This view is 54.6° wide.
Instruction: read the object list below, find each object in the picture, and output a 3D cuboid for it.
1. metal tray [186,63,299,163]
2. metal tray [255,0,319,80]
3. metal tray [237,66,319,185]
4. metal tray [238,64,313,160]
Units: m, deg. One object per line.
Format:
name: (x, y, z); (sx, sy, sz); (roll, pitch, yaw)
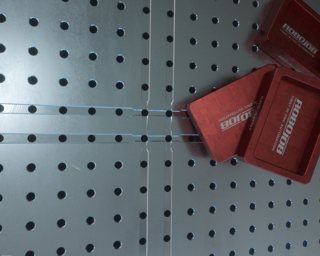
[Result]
metal tray: (0.113, -0.020, 0.429); (0.131, 0.030, 0.090); (-27, 91, -4)
metal tray: (0.223, -0.139, 0.491); (0.130, 0.030, 0.090); (30, 80, -18)
metal tray: (0.166, -0.003, 0.401); (0.090, 0.030, 0.130); (21, 88, -4)
metal tray: (0.174, -0.020, 0.473); (0.090, 0.030, 0.130); (-44, 104, -15)
